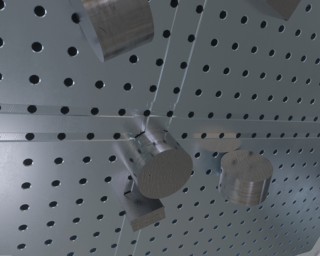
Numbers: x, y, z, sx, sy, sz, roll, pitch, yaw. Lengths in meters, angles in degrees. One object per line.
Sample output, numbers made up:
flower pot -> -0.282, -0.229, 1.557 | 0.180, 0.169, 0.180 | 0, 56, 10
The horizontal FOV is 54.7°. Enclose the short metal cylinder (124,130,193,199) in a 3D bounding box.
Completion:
short metal cylinder -> -0.002, 0.050, 0.425 | 0.081, 0.050, 0.079 | -14, 124, -21

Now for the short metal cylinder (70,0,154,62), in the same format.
short metal cylinder -> -0.047, -0.107, 0.284 | 0.050, 0.080, 0.080 | -27, 128, -12

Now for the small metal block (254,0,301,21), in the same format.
small metal block -> 0.153, -0.172, 0.389 | 0.050, 0.025, 0.050 | 19, 108, -36

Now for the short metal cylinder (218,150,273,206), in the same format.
short metal cylinder -> 0.136, 0.079, 0.499 | 0.081, 0.080, 0.050 | -13, 124, -21

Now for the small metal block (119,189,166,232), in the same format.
small metal block -> -0.026, 0.116, 0.453 | 0.050, 0.050, 0.025 | -20, 126, -17
